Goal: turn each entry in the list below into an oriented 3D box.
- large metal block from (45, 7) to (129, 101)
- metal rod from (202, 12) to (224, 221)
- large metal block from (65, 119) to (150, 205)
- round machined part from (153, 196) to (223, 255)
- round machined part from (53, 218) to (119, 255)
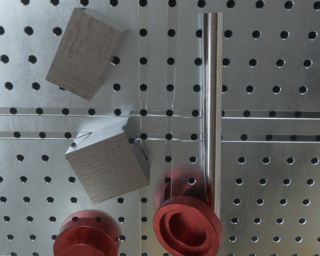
[{"bbox_3d":[-0.078,-0.086,0.351,0.050,0.080,0.080,26,108,-9],"label":"large metal block"},{"bbox_3d":[0.070,0.004,0.415,0.025,0.025,0.298,-3,110,1],"label":"metal rod"},{"bbox_3d":[-0.066,0.045,0.416,0.080,0.050,0.080,-21,109,7],"label":"large metal block"},{"bbox_3d":[0.043,0.139,0.442,0.098,0.042,0.097,10,114,25],"label":"round machined part"},{"bbox_3d":[-0.114,0.191,0.474,0.099,0.042,0.097,0,110,0],"label":"round machined part"}]
